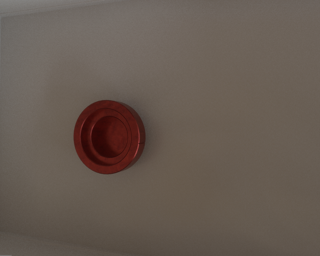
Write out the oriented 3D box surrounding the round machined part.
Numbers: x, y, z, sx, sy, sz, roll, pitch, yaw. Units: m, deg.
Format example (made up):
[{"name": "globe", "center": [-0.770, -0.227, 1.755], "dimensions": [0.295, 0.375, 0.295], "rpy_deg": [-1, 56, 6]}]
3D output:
[{"name": "round machined part", "center": [-0.065, 0.012, 0.425], "dimensions": [0.098, 0.042, 0.097], "rpy_deg": [0, 90, 20]}]
